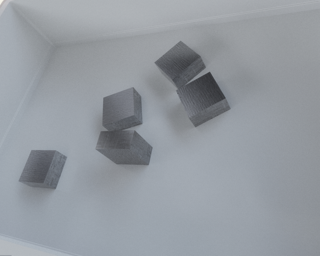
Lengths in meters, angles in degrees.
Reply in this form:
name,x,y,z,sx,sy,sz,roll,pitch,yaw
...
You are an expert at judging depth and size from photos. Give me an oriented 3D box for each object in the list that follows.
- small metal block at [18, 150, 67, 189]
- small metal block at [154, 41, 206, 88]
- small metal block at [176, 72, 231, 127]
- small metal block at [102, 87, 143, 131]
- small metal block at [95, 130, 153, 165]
name,x,y,z,sx,sy,sz,roll,pitch,yaw
small metal block,-0.172,0.060,0.457,0.050,0.025,0.050,-1,61,27
small metal block,0.029,-0.091,0.445,0.050,0.025,0.050,-40,51,0
small metal block,0.055,-0.037,0.399,0.050,0.025,0.050,-28,52,10
small metal block,-0.054,-0.025,0.448,0.050,0.025,0.050,-17,55,18
small metal block,-0.045,0.026,0.396,0.050,0.050,0.025,-2,61,27
